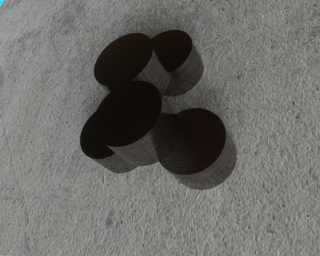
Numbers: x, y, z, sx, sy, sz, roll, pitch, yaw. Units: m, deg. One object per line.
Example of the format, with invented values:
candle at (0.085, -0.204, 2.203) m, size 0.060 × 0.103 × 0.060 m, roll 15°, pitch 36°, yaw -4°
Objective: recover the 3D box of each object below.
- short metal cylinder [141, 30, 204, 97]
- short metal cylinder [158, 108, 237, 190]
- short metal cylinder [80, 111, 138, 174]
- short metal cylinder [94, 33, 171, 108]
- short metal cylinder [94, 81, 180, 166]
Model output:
short metal cylinder at (0.016, -0.091, 0.437) m, size 0.080 × 0.050 × 0.080 m, roll -13°, pitch 56°, yaw 21°
short metal cylinder at (0.042, 0.024, 0.352) m, size 0.080 × 0.050 × 0.080 m, roll -13°, pitch 56°, yaw 21°
short metal cylinder at (-0.057, 0.014, 0.411) m, size 0.080 × 0.050 × 0.080 m, roll -13°, pitch 56°, yaw 21°
short metal cylinder at (-0.034, -0.070, 0.385) m, size 0.080 × 0.050 × 0.080 m, roll -13°, pitch 56°, yaw 21°
short metal cylinder at (-0.024, -0.005, 0.340) m, size 0.080 × 0.050 × 0.080 m, roll -13°, pitch 56°, yaw 20°
